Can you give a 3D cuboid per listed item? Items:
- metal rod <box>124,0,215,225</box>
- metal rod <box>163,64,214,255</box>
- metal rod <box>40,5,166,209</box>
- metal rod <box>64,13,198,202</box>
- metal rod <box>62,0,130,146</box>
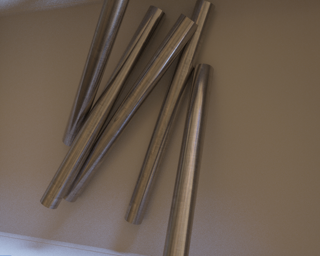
[{"bbox_3d":[0.010,-0.015,0.406,0.025,0.025,0.298,21,97,18],"label":"metal rod"},{"bbox_3d":[0.029,0.060,0.333,0.025,0.025,0.299,3,65,19],"label":"metal rod"},{"bbox_3d":[-0.077,-0.026,0.416,0.025,0.025,0.299,31,92,17],"label":"metal rod"},{"bbox_3d":[-0.049,-0.015,0.413,0.025,0.025,0.299,41,107,15],"label":"metal rod"},{"bbox_3d":[-0.073,-0.086,0.369,0.025,0.025,0.298,41,128,15],"label":"metal rod"}]
